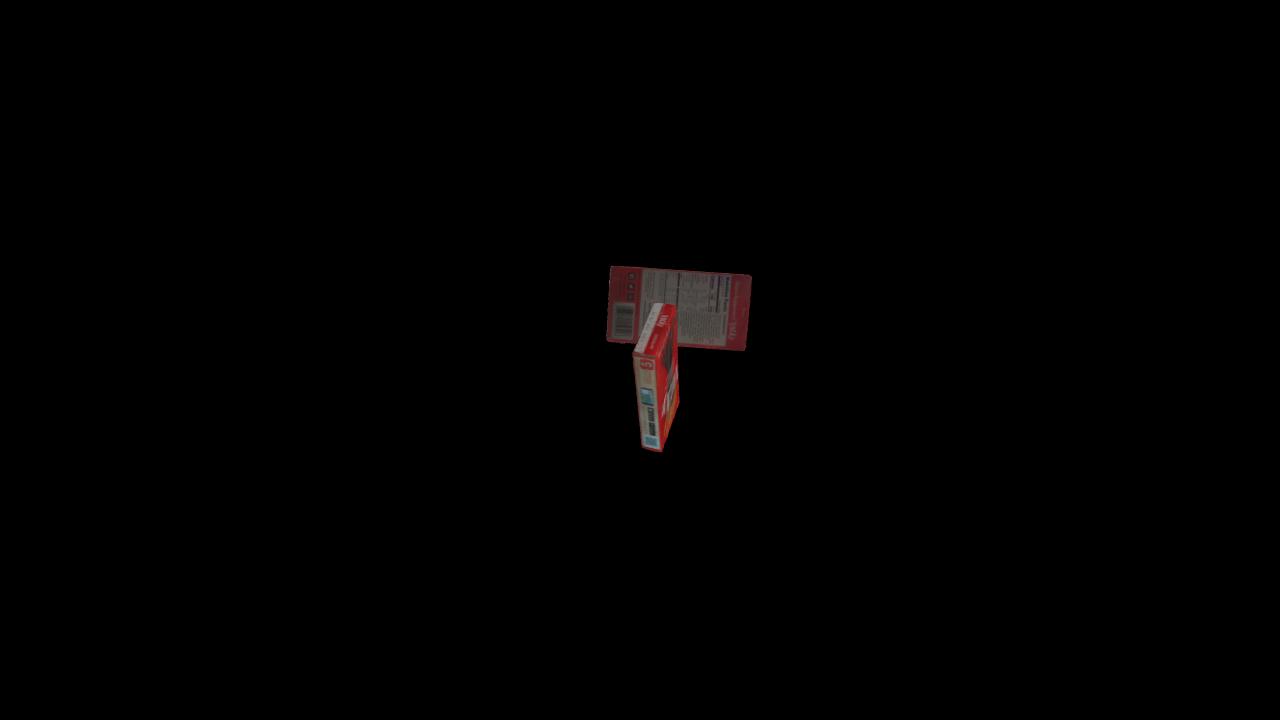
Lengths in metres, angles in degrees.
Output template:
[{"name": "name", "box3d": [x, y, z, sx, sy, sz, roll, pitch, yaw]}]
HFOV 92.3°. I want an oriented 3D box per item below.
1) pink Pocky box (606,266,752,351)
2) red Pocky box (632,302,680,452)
[{"name": "pink Pocky box", "box3d": [0.042, -0.057, 0.679, 0.155, 0.084, 0.029, 4, 8, 2]}, {"name": "red Pocky box", "box3d": [0.020, 0.021, 0.669, 0.028, 0.155, 0.083, 9, 46, 14]}]
